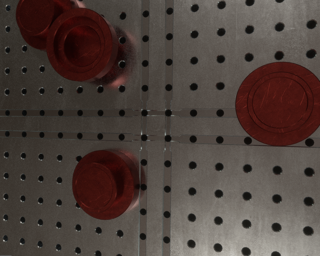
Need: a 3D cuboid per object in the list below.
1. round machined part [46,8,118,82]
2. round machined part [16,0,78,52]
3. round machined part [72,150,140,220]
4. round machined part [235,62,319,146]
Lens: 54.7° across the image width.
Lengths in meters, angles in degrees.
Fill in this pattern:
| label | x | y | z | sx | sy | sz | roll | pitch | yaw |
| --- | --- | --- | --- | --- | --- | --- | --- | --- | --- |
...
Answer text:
| label | x | y | z | sx | sy | sz | roll | pitch | yaw |
| --- | --- | --- | --- | --- | --- | --- | --- | --- | --- |
| round machined part | -0.104 | -0.113 | 0.435 | 0.098 | 0.042 | 0.097 | 1 | 94 | 14 |
| round machined part | -0.173 | -0.166 | 0.463 | 0.098 | 0.042 | 0.097 | 0 | 90 | 19 |
| round machined part | -0.081 | 0.080 | 0.431 | 0.098 | 0.042 | 0.097 | 0 | 90 | 19 |
| round machined part | 0.137 | -0.028 | 0.355 | 0.098 | 0.042 | 0.097 | 0 | 90 | 19 |
